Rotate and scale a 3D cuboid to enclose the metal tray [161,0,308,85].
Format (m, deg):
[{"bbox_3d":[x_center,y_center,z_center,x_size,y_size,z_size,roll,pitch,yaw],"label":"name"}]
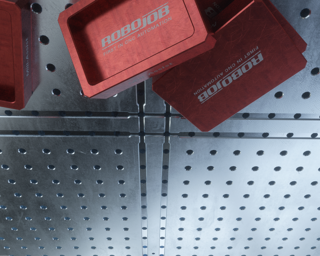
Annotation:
[{"bbox_3d":[0.077,-0.100,0.324,0.130,0.030,0.090,34,122,-26],"label":"metal tray"}]

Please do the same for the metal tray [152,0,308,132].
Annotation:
[{"bbox_3d":[0.067,-0.060,0.318,0.130,0.030,0.090,-36,122,26],"label":"metal tray"}]

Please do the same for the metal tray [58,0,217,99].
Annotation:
[{"bbox_3d":[-0.025,-0.092,0.289,0.130,0.030,0.090,-22,85,22],"label":"metal tray"}]

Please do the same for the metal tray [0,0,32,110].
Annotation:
[{"bbox_3d":[-0.190,-0.085,0.332,0.091,0.030,0.129,11,129,-10],"label":"metal tray"}]
